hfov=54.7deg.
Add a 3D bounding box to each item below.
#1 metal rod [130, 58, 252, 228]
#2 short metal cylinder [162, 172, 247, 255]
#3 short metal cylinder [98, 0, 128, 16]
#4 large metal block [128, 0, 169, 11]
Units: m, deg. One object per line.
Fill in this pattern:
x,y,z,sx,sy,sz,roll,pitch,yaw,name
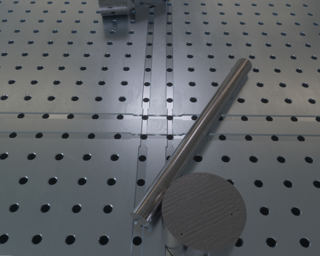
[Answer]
0.057,-0.002,0.409,0.025,0.025,0.301,25,54,19,metal rod
0.042,0.092,0.314,0.081,0.050,0.080,0,50,0,short metal cylinder
-0.090,-0.255,0.585,0.050,0.080,0.080,-6,50,-5,short metal cylinder
-0.035,-0.293,0.637,0.081,0.050,0.080,-24,54,-19,large metal block
